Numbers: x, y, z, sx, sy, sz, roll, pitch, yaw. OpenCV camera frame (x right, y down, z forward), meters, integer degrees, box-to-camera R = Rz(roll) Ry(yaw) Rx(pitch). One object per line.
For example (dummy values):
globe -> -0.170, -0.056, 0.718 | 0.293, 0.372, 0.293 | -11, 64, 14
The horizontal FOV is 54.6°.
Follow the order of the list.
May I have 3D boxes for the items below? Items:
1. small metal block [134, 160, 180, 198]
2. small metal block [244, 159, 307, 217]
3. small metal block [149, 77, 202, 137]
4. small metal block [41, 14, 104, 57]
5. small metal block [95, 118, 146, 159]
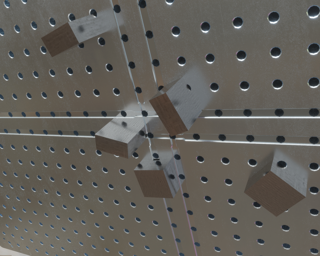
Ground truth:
small metal block -> -0.004, 0.076, 0.461 | 0.050, 0.025, 0.050 | -5, 116, 30
small metal block -> 0.142, 0.074, 0.382 | 0.050, 0.025, 0.050 | 37, 129, 3
small metal block -> 0.020, -0.026, 0.369 | 0.025, 0.050, 0.050 | -21, 107, 36
small metal block -> -0.107, -0.114, 0.382 | 0.050, 0.050, 0.025 | -14, 111, 34
small metal block -> -0.054, 0.013, 0.432 | 0.050, 0.050, 0.025 | 14, 124, 20
